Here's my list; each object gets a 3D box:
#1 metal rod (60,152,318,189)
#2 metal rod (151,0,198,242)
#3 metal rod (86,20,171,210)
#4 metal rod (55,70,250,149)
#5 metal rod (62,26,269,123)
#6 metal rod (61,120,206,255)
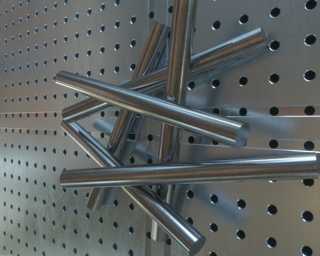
[{"bbox_3d":[0.011,0.052,0.352,0.300,0.025,0.025,-7,85,24],"label":"metal rod"},{"bbox_3d":[0.014,0.002,0.366,0.025,0.025,0.298,20,113,38],"label":"metal rod"},{"bbox_3d":[-0.052,-0.006,0.453,0.025,0.025,0.298,36,112,34],"label":"metal rod"},{"bbox_3d":[-0.036,-0.033,0.368,0.300,0.025,0.025,20,103,39],"label":"metal rod"},{"bbox_3d":[-0.015,-0.056,0.396,0.300,0.025,0.025,-17,79,30],"label":"metal rod"},{"bbox_3d":[-0.057,0.058,0.418,0.300,0.025,0.025,34,111,39],"label":"metal rod"}]
